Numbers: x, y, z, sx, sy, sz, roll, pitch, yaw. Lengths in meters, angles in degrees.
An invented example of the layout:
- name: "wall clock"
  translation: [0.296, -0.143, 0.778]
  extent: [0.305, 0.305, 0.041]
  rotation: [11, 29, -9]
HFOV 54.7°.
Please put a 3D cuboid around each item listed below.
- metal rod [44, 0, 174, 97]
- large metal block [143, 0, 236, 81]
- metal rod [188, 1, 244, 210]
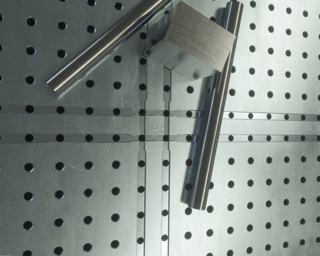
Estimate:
- name: "metal rod"
  translation: [-0.024, -0.148, 0.404]
  extent: [0.301, 0.025, 0.025]
  rotation: [-45, 104, -15]
- name: "large metal block"
  translation: [0.035, -0.106, 0.397]
  extent: [0.080, 0.080, 0.050]
  rotation: [26, 82, -19]
- name: "metal rod"
  translation: [0.081, -0.034, 0.443]
  extent: [0.025, 0.025, 0.298]
  rotation: [13, 86, -20]
